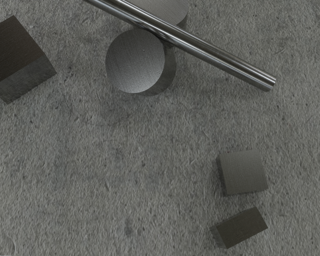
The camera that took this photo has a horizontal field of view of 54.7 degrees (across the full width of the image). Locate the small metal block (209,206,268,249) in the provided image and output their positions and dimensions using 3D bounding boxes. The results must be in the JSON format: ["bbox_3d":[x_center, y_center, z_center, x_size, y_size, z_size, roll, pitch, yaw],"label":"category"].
[{"bbox_3d":[0.088,0.114,0.354,0.050,0.050,0.025,-23,72,-9],"label":"small metal block"}]

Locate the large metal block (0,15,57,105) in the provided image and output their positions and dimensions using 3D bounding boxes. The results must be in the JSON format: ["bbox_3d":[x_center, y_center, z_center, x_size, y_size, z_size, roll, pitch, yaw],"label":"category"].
[{"bbox_3d":[-0.206,-0.093,0.426,0.080,0.050,0.080,-37,75,-13],"label":"large metal block"}]

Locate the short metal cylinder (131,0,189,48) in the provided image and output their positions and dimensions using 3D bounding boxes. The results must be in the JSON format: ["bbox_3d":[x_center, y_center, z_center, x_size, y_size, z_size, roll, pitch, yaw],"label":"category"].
[{"bbox_3d":[-0.001,-0.163,0.454,0.081,0.050,0.080,0,70,-1],"label":"short metal cylinder"}]

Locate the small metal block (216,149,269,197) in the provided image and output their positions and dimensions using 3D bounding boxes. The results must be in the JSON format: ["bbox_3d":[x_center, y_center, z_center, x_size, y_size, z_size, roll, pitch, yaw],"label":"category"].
[{"bbox_3d":[0.102,0.057,0.389,0.050,0.025,0.050,-7,70,-3],"label":"small metal block"}]

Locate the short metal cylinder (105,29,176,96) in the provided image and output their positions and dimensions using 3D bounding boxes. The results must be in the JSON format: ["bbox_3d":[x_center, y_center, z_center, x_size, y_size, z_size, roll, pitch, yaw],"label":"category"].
[{"bbox_3d":[-0.024,-0.084,0.408,0.080,0.050,0.079,0,91,19],"label":"short metal cylinder"}]

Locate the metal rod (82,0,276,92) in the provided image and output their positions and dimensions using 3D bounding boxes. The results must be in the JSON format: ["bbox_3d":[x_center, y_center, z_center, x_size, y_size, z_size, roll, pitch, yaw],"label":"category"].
[{"bbox_3d":[0.019,-0.122,0.408,0.302,0.025,0.025,24,71,-10],"label":"metal rod"}]
